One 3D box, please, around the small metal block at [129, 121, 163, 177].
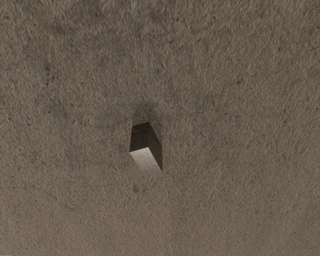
[{"bbox_3d":[-0.017,0.028,0.415,0.025,0.050,0.050,-16,129,13],"label":"small metal block"}]
